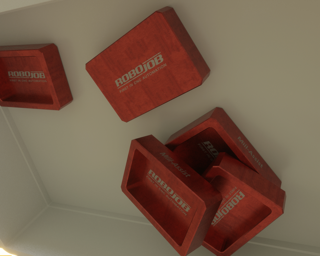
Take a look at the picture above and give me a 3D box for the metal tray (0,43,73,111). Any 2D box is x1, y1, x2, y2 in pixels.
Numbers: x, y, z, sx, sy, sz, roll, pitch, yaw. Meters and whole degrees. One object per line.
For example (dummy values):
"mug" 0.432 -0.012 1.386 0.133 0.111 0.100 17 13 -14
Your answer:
"metal tray" -0.201 -0.076 0.461 0.130 0.030 0.089 5 121 25

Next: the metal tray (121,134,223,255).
"metal tray" 0.007 0.079 0.384 0.130 0.030 0.089 39 127 34

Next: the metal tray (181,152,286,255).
"metal tray" 0.079 0.101 0.385 0.090 0.030 0.129 34 129 5

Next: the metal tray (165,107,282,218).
"metal tray" 0.077 0.048 0.393 0.090 0.030 0.130 -34 100 38

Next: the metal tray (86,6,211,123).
"metal tray" -0.018 -0.070 0.371 0.130 0.030 0.090 -24 106 36
